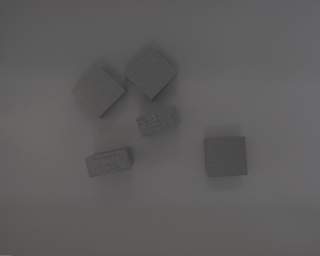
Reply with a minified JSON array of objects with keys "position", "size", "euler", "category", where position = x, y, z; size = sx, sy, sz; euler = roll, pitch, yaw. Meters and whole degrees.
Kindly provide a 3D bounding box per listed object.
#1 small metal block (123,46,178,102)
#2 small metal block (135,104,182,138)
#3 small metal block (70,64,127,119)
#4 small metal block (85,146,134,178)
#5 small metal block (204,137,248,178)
[{"position":[-0.012,-0.071,0.411],"size":[0.050,0.025,0.050],"euler":[43,90,0],"category":"small metal block"},{"position":[-0.002,-0.009,0.399],"size":[0.050,0.050,0.025],"euler":[-20,90,0],"category":"small metal block"},{"position":[-0.080,-0.048,0.411],"size":[0.050,0.025,0.050],"euler":[44,90,0],"category":"small metal block"},{"position":[-0.063,0.043,0.398],"size":[0.050,0.050,0.025],"euler":[-12,90,0],"category":"small metal block"},{"position":[0.087,0.038,0.412],"size":[0.050,0.025,0.050],"euler":[-4,90,0],"category":"small metal block"}]
